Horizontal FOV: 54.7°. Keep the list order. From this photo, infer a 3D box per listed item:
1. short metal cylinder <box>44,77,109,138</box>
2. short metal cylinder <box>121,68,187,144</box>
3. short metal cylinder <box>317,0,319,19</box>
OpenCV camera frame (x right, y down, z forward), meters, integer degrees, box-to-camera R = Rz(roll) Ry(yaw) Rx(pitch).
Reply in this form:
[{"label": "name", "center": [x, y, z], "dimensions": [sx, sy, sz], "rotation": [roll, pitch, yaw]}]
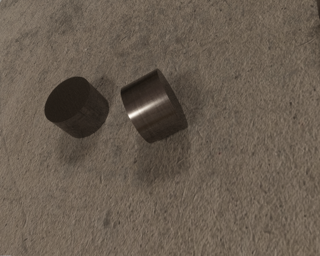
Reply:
[{"label": "short metal cylinder", "center": [-0.126, -0.031, 0.471], "dimensions": [0.080, 0.050, 0.080], "rotation": [-13, 56, 20]}, {"label": "short metal cylinder", "center": [-0.006, -0.027, 0.387], "dimensions": [0.050, 0.080, 0.080], "rotation": [-27, 53, 11]}, {"label": "short metal cylinder", "center": [0.221, -0.156, 0.349], "dimensions": [0.080, 0.080, 0.050], "rotation": [-6, 59, 25]}]
